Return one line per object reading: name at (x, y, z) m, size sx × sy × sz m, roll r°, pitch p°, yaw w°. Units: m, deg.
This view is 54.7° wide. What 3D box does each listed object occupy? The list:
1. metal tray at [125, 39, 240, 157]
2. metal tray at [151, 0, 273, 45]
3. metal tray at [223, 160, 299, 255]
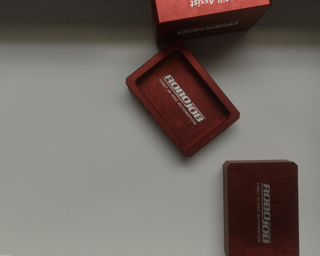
metal tray at (0.029, -0.038, 0.408) m, size 0.090 × 0.030 × 0.130 m, roll -39°, pitch 90°, yaw 0°
metal tray at (0.057, -0.138, 0.379) m, size 0.131 × 0.090 × 0.030 m, roll -10°, pitch 90°, yaw 0°
metal tray at (0.132, 0.109, 0.410) m, size 0.091 × 0.030 × 0.129 m, roll -1°, pitch 90°, yaw 0°
